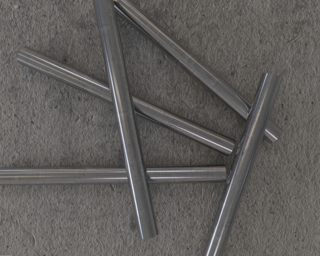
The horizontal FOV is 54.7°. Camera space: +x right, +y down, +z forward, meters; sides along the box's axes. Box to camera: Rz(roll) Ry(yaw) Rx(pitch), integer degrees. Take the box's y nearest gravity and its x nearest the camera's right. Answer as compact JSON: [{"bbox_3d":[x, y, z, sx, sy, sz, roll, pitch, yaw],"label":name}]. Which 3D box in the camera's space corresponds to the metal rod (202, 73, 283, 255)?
[{"bbox_3d":[0.095,0.078,0.394,0.025,0.025,0.298,17,96,0],"label":"metal rod"}]

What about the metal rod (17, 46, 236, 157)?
[{"bbox_3d":[-0.043,-0.035,0.409,0.301,0.025,0.025,24,90,0],"label":"metal rod"}]

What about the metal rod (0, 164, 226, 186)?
[{"bbox_3d":[-0.066,0.062,0.409,0.302,0.025,0.025,-1,90,0],"label":"metal rod"}]

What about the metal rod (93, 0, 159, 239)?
[{"bbox_3d":[-0.042,-0.014,0.383,0.025,0.025,0.298,-11,90,0],"label":"metal rod"}]

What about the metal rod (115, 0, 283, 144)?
[{"bbox_3d":[0.039,-0.086,0.409,0.300,0.025,0.025,40,90,0],"label":"metal rod"}]
